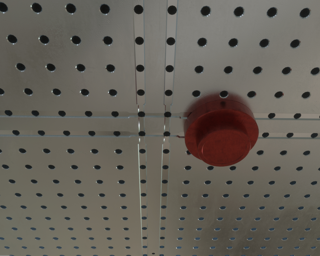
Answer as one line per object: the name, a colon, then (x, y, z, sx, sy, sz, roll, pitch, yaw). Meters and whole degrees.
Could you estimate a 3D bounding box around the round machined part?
round machined part: (0.083, 0.014, 0.414, 0.099, 0.042, 0.097, -1, 130, 0)
